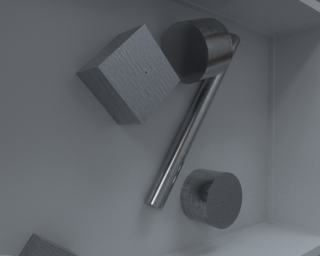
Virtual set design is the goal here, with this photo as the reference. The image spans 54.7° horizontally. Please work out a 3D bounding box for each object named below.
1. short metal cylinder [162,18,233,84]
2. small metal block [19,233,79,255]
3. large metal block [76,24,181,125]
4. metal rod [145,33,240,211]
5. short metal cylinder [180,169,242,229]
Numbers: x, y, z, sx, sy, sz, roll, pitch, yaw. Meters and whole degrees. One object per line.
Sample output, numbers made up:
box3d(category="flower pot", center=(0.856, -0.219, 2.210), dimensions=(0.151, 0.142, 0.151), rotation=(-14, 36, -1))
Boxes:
box3d(category="short metal cylinder", center=(0.049, -0.104, 0.414), dimensions=(0.050, 0.080, 0.080), rotation=(-24, 105, -38))
box3d(category="small metal block", center=(-0.117, 0.142, 0.310), dimensions=(0.050, 0.025, 0.050), rotation=(43, 64, -32))
box3d(category="large metal block", center=(-0.034, -0.060, 0.363), dimensions=(0.080, 0.050, 0.080), rotation=(-52, 121, -28))
box3d(category="metal rod", center=(0.056, -0.023, 0.455), dimensions=(0.025, 0.025, 0.300), rotation=(42, 65, -33))
box3d(category="short metal cylinder", center=(0.077, 0.103, 0.458), dimensions=(0.081, 0.050, 0.079), rotation=(0, 90, -40))
